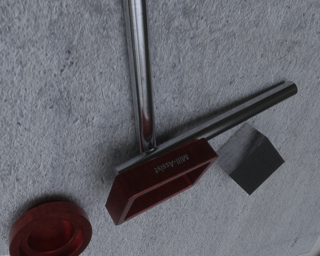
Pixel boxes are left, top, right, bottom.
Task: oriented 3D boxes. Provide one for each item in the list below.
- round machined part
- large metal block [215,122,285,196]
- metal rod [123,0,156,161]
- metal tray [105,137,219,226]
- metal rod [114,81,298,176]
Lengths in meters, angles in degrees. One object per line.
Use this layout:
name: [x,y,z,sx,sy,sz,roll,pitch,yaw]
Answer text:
round machined part: [-0.142,0.133,0.402,0.099,0.042,0.097,-14,125,-21]
large metal block: [0.143,0.051,0.503,0.080,0.050,0.080,-45,130,3]
metal rod: [-0.020,-0.034,0.376,0.025,0.025,0.298,-16,125,-20]
metal tray: [0.002,0.066,0.387,0.131,0.030,0.089,-20,154,-31]
metal rod: [0.077,-0.002,0.429,0.302,0.025,0.025,-25,128,-21]
